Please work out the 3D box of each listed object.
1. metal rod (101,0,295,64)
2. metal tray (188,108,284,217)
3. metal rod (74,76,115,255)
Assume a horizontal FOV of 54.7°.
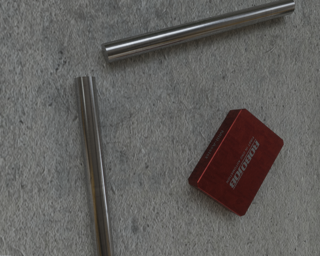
[{"bbox_3d":[0.066,-0.141,0.433,0.302,0.025,0.025,-20,97,-19],"label":"metal rod"},{"bbox_3d":[0.112,0.048,0.448,0.090,0.030,0.130,37,78,-17],"label":"metal tray"},{"bbox_3d":[-0.076,0.088,0.381,0.025,0.025,0.298,-7,92,-20],"label":"metal rod"}]
